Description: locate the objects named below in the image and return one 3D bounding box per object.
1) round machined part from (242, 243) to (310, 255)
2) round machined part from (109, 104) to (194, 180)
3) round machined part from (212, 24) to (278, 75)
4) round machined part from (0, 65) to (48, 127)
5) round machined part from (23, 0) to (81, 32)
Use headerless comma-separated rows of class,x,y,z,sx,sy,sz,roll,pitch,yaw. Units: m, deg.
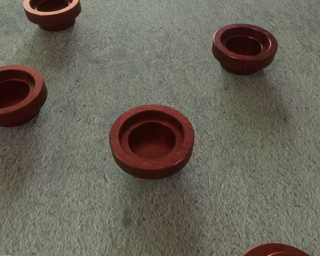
round machined part,0.110,0.148,0.268,0.099,0.042,0.098,0,50,0
round machined part,-0.009,0.020,0.375,0.099,0.042,0.098,0,50,0
round machined part,0.132,-0.122,0.495,0.099,0.042,0.098,0,50,0
round machined part,-0.204,-0.039,0.424,0.099,0.042,0.098,0,50,0
round machined part,-0.195,-0.214,0.571,0.099,0.042,0.098,0,50,0
